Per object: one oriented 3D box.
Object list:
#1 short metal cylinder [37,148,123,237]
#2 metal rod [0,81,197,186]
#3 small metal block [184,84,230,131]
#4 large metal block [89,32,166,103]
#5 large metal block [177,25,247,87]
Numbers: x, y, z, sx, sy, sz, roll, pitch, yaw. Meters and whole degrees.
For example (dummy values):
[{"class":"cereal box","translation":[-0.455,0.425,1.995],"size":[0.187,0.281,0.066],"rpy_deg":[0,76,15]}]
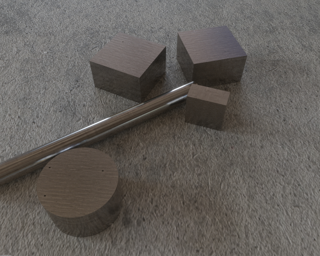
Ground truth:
[{"class":"short metal cylinder","translation":[-0.082,0.068,0.330],"size":[0.081,0.050,0.080],"rpy_deg":[0,50,0]},{"class":"metal rod","translation":[-0.077,0.004,0.399],"size":[0.302,0.025,0.025],"rpy_deg":[-25,55,-20]},{"class":"small metal block","translation":[0.062,-0.027,0.410],"size":[0.050,0.050,0.025],"rpy_deg":[15,52,12]},{"class":"large metal block","translation":[-0.045,-0.092,0.464],"size":[0.080,0.050,0.080],"rpy_deg":[21,53,17]},{"class":"large metal block","translation":[0.076,-0.110,0.480],"size":[0.081,0.050,0.080],"rpy_deg":[-11,51,-9]}]
